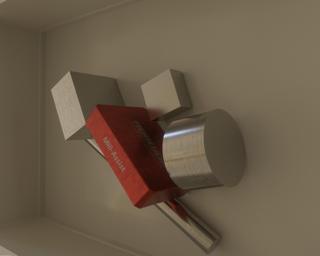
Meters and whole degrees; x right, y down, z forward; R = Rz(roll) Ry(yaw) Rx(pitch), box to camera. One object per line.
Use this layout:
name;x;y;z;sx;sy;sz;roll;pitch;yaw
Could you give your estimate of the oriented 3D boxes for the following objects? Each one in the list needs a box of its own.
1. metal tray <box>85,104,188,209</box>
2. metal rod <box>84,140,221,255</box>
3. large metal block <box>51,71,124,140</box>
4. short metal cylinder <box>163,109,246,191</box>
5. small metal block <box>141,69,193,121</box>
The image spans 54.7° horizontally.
metal tray;-0.022;0.028;0.378;0.030;0.091;0.130;-51;61;27
metal rod;-0.040;0.062;0.436;0.300;0.025;0.025;35;112;34
large metal block;-0.099;-0.030;0.448;0.050;0.081;0.080;-33;70;35
short metal cylinder;0.048;0.024;0.328;0.050;0.081;0.080;-15;81;40
small metal block;0.008;-0.041;0.395;0.050;0.025;0.050;-25;75;37
